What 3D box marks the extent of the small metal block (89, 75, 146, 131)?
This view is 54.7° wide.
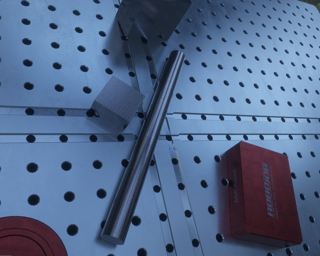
[{"bbox_3d":[-0.054,-0.032,0.400,0.050,0.025,0.050,32,51,-8],"label":"small metal block"}]

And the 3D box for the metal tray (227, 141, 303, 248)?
[{"bbox_3d":[0.142,0.090,0.429,0.091,0.030,0.130,17,55,-19],"label":"metal tray"}]

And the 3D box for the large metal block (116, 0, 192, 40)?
[{"bbox_3d":[-0.012,-0.185,0.481,0.081,0.080,0.050,-9,67,-33],"label":"large metal block"}]

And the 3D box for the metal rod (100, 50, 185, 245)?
[{"bbox_3d":[-0.010,0.000,0.404,0.025,0.025,0.300,27,52,-12],"label":"metal rod"}]

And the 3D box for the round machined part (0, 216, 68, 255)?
[{"bbox_3d":[-0.125,0.122,0.256,0.099,0.042,0.098,14,56,-21],"label":"round machined part"}]
